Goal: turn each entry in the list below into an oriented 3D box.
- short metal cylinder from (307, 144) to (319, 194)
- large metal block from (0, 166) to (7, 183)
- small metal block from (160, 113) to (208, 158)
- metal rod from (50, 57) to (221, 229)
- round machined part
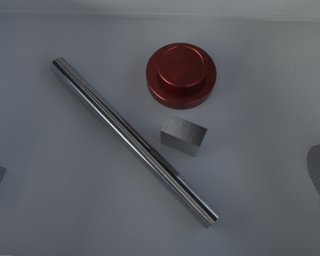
[{"bbox_3d":[0.222,0.050,0.365,0.050,0.080,0.080,-17,71,-6],"label":"short metal cylinder"},{"bbox_3d":[-0.244,0.052,0.358,0.080,0.080,0.050,15,71,5],"label":"large metal block"},{"bbox_3d":[0.029,0.010,0.393,0.050,0.050,0.025,23,72,8],"label":"small metal block"},{"bbox_3d":[-0.041,0.011,0.405,0.025,0.025,0.300,-42,76,-14],"label":"metal rod"},{"bbox_3d":[0.030,-0.078,0.430,0.099,0.042,0.098,0,70,-1],"label":"round machined part"}]
